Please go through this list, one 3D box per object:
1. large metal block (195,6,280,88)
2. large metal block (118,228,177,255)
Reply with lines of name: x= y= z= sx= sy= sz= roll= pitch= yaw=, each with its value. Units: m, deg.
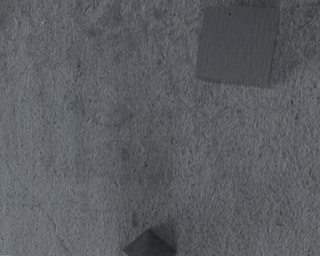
large metal block: x=0.091 y=-0.093 z=0.363 sx=0.080 sy=0.050 sz=0.079 roll=9 pitch=93 yaw=19
large metal block: x=-0.031 y=0.185 z=0.391 sx=0.050 sy=0.080 sz=0.080 roll=36 pitch=102 yaw=16
